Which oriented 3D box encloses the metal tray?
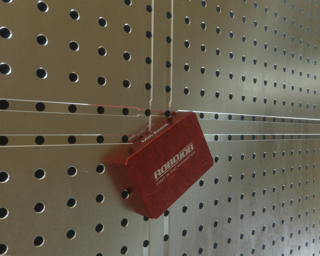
[{"bbox_3d":[0.010,0.045,0.414,0.131,0.030,0.090,-36,112,-34],"label":"metal tray"}]
